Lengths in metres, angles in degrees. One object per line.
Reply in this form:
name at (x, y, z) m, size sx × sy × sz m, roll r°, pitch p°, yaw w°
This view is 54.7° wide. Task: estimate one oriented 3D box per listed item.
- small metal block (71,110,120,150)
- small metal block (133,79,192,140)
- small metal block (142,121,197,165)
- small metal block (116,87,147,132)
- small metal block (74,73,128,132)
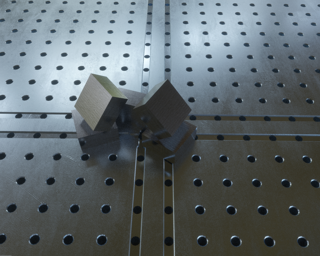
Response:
small metal block at (-0.085, -0.004, 0.410) m, size 0.050 × 0.025 × 0.050 m, roll -15°, pitch 52°, yaw -13°
small metal block at (0.004, -0.022, 0.376) m, size 0.050 × 0.025 × 0.050 m, roll 50°, pitch 54°, yaw -17°
small metal block at (0.012, 0.011, 0.399) m, size 0.050 × 0.025 × 0.050 m, roll 29°, pitch 55°, yaw 21°
small metal block at (-0.034, -0.022, 0.409) m, size 0.050 × 0.050 × 0.025 m, roll 15°, pitch 52°, yaw 11°
small metal block at (-0.073, -0.031, 0.380) m, size 0.025 × 0.050 × 0.050 m, roll 4°, pitch 35°, yaw -51°
